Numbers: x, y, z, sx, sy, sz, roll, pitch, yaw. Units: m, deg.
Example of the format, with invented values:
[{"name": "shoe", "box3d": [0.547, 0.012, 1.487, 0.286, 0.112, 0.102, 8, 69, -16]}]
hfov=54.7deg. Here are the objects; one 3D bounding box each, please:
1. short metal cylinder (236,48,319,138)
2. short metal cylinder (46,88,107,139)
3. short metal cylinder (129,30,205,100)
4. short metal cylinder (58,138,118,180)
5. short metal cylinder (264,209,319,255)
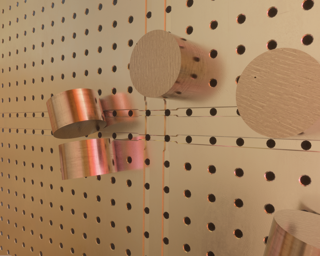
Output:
[{"name": "short metal cylinder", "box3d": [0.120, -0.031, 0.293, 0.080, 0.050, 0.079, 0, 90, 39]}, {"name": "short metal cylinder", "box3d": [-0.128, -0.020, 0.476, 0.080, 0.081, 0.050, -27, 73, 36]}, {"name": "short metal cylinder", "box3d": [0.008, -0.076, 0.384, 0.080, 0.050, 0.079, 0, 90, 39]}, {"name": "short metal cylinder", "box3d": [-0.106, 0.046, 0.458, 0.080, 0.081, 0.050, -13, 82, 39]}, {"name": "short metal cylinder", "box3d": [0.133, 0.111, 0.264, 0.080, 0.081, 0.050, 18, 102, 38]}]
